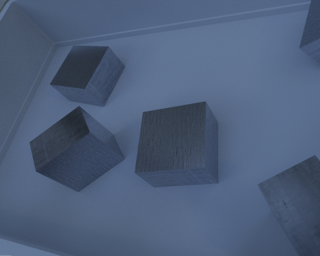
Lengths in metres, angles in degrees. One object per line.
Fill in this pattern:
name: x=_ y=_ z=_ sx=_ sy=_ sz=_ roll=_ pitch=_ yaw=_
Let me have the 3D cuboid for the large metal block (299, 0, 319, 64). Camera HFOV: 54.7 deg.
large metal block: x=0.206 y=-0.119 z=0.330 sx=0.080 sy=0.050 sz=0.080 roll=-23 pitch=42 yaw=63

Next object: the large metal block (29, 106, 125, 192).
large metal block: x=-0.107 y=0.030 z=0.408 sx=0.080 sy=0.080 sz=0.050 roll=-36 pitch=51 yaw=5

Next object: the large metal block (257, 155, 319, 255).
large metal block: x=0.129 y=0.081 z=0.253 sx=0.050 sy=0.080 sz=0.080 roll=-30 pitch=52 yaw=9

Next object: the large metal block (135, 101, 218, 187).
large metal block: x=0.022 y=0.022 z=0.365 sx=0.080 sy=0.050 sz=0.080 roll=-8 pitch=58 yaw=24

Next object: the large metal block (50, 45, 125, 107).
large metal block: x=-0.117 y=-0.086 z=0.504 sx=0.080 sy=0.050 sz=0.080 roll=11 pitch=67 yaw=33
